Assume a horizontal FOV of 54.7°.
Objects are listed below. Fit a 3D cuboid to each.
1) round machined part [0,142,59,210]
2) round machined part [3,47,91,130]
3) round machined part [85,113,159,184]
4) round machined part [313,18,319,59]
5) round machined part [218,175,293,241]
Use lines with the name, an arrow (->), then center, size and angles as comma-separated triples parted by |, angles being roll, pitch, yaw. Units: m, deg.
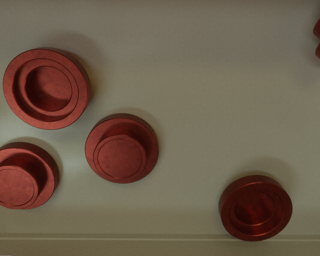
round machined part -> -0.194, 0.072, 0.426 | 0.099, 0.042, 0.097 | 0, 110, -1
round machined part -> -0.134, -0.050, 0.382 | 0.099, 0.042, 0.097 | 0, 110, -1
round machined part -> -0.051, 0.033, 0.414 | 0.099, 0.042, 0.097 | 0, 110, -1
round machined part -> 0.212, -0.118, 0.343 | 0.098, 0.098, 0.042 | -41, 69, 13
round machined part -> 0.133, 0.110, 0.445 | 0.099, 0.042, 0.097 | 0, 110, -1
